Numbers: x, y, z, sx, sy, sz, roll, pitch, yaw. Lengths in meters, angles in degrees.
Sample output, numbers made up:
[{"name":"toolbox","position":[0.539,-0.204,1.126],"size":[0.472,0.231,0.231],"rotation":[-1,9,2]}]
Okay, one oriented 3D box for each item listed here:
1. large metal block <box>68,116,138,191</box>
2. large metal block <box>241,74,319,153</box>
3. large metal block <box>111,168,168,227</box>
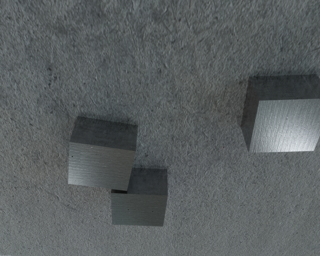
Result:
[{"name":"large metal block","position":[-0.077,0.036,0.421],"size":[0.081,0.050,0.079],"rotation":[9,130,-8]},{"name":"large metal block","position":[0.149,-0.017,0.378],"size":[0.080,0.050,0.079],"rotation":[-2,130,1]},{"name":"large metal block","position":[-0.032,0.108,0.482],"size":[0.081,0.050,0.079],"rotation":[3,130,-3]}]
